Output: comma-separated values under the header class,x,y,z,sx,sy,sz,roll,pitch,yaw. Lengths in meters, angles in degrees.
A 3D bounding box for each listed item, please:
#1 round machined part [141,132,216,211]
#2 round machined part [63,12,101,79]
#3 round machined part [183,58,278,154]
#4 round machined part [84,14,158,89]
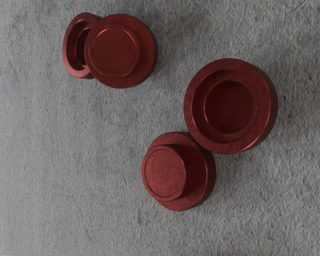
class,x,y,z,sx,sy,sz,roll,pitch,yaw
round machined part,0.016,0.053,0.381,0.098,0.042,0.097,0,90,40
round machined part,-0.105,-0.124,0.481,0.098,0.042,0.097,0,90,40
round machined part,0.077,-0.022,0.330,0.098,0.042,0.097,0,90,40
round machined part,-0.054,-0.101,0.411,0.098,0.042,0.097,2,100,10
